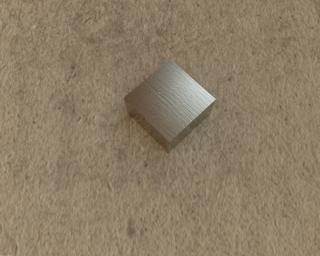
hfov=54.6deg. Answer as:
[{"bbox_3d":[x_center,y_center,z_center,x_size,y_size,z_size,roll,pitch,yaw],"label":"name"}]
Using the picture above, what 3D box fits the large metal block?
[{"bbox_3d":[0.012,-0.028,0.405,0.080,0.050,0.080,-42,75,-14],"label":"large metal block"}]
